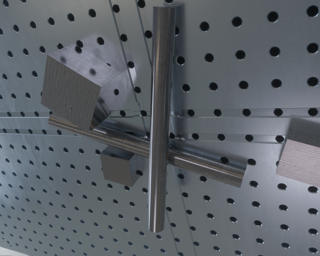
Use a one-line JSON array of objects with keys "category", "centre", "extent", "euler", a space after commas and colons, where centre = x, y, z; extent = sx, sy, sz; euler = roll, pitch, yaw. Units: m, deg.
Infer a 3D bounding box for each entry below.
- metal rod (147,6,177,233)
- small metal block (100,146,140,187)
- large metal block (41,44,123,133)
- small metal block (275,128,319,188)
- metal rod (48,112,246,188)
[{"category": "metal rod", "centre": [0.000, 0.007, 0.389], "extent": [0.025, 0.025, 0.298], "euler": [12, 116, 21]}, {"category": "small metal block", "centre": [-0.062, 0.059, 0.480], "extent": [0.050, 0.025, 0.050], "euler": [11, 123, 22]}, {"category": "large metal block", "centre": [-0.107, -0.053, 0.419], "extent": [0.080, 0.050, 0.079], "euler": [31, 128, 8]}, {"category": "small metal block", "centre": [0.163, 0.033, 0.346], "extent": [0.050, 0.025, 0.050], "euler": [16, 125, 19]}, {"category": "metal rod", "centre": [-0.031, 0.026, 0.443], "extent": [0.301, 0.025, 0.025], "euler": [16, 125, 19]}]
